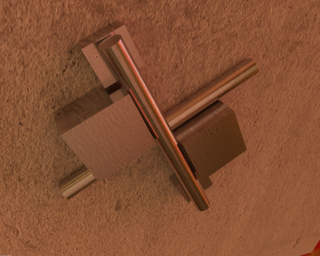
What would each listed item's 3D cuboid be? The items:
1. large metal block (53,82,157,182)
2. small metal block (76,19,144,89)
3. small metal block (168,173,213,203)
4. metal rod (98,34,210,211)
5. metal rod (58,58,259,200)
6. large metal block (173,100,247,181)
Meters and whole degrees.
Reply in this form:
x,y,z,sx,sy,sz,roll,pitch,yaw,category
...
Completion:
x,y,z,sx,sy,sz,roll,pitch,yaw,category
-0.062,0.002,0.357,0.080,0.050,0.080,-32,129,-7,large metal block
-0.053,-0.079,0.332,0.050,0.025,0.050,-33,129,-7,small metal block
0.049,0.083,0.487,0.050,0.025,0.050,-37,129,-4,small metal block
0.009,0.018,0.392,0.025,0.025,0.299,-34,129,-6,metal rod
0.003,-0.002,0.409,0.301,0.025,0.025,-34,129,-6,metal rod
0.067,0.015,0.438,0.080,0.050,0.080,-34,129,-6,large metal block
